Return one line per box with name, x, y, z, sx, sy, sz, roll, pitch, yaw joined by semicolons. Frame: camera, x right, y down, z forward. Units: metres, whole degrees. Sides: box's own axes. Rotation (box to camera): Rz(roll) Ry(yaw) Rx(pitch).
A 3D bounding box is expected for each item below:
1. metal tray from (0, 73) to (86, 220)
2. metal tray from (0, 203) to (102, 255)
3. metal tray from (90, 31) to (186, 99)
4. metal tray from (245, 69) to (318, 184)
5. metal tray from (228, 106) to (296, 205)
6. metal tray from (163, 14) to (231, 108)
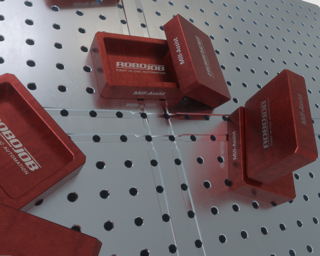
metal tray;-0.152;0.014;0.314;0.130;0.030;0.091;48;51;5
metal tray;-0.105;0.094;0.227;0.090;0.129;0.030;25;53;-13
metal tray;-0.026;-0.087;0.443;0.131;0.030;0.090;-2;63;-29
metal tray;0.153;-0.002;0.409;0.030;0.090;0.130;21;54;-16
metal tray;0.148;0.039;0.460;0.091;0.030;0.130;19;54;-17
metal tray;0.057;-0.101;0.476;0.090;0.030;0.130;17;52;-46
